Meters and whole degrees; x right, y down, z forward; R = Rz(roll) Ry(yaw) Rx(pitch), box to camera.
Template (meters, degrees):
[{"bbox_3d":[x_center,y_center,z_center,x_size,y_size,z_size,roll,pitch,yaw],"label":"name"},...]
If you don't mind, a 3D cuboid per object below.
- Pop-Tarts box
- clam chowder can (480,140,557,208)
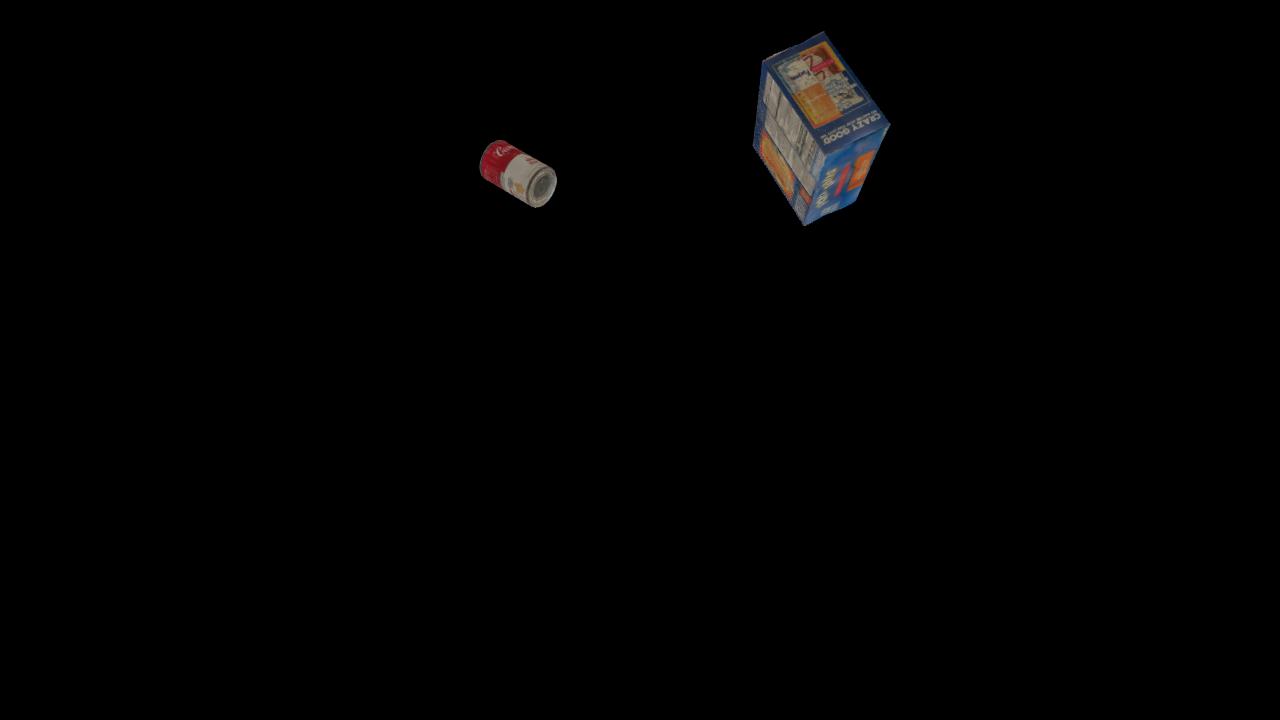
[{"bbox_3d":[0.209,-0.270,0.743,0.083,0.141,0.167,-27,-16,0],"label":"Pop-Tarts box"},{"bbox_3d":[-0.188,-0.287,0.952,0.102,0.068,0.068,34,12,18],"label":"clam chowder can"}]
